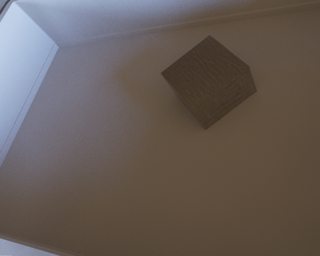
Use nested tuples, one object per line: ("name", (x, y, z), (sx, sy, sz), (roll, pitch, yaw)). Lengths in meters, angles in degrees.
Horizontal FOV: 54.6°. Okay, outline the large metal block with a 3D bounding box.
("large metal block", (0.061, -0.058, 0.394), (0.080, 0.050, 0.080), (-38, 51, 3))
